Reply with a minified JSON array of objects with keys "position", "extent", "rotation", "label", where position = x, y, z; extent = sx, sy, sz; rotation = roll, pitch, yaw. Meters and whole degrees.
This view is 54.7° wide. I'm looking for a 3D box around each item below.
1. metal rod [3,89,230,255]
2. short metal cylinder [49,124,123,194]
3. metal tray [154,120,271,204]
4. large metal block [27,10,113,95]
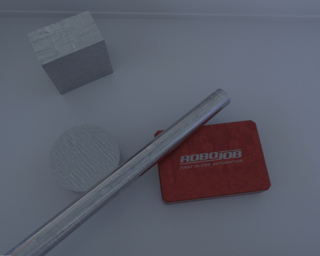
[{"position":[-0.030,0.046,0.347],"extent":[0.301,0.025,0.025],"rotation":[-38,75,-21],"label":"metal rod"},{"position":[-0.087,0.041,0.380],"extent":[0.081,0.050,0.080],"rotation":[0,70,0],"label":"short metal cylinder"},{"position":[0.063,0.043,0.392],"extent":[0.131,0.030,0.090],"rotation":[-7,70,-3],"label":"metal tray"},{"position":[-0.115,-0.098,0.415],"extent":[0.080,0.080,0.050],"rotation":[-26,72,-9],"label":"large metal block"}]
